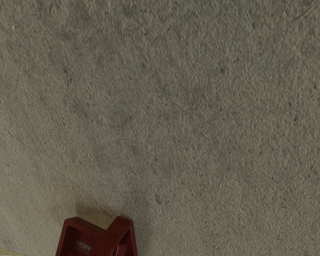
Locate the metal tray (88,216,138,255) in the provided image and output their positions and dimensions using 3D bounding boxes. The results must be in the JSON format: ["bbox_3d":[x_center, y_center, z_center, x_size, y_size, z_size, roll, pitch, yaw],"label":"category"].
[{"bbox_3d":[-0.078,0.235,0.550,0.030,0.090,0.129,11,123,24],"label":"metal tray"}]

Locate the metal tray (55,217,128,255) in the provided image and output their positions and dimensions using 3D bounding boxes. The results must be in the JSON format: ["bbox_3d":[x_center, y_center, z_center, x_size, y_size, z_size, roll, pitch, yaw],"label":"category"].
[{"bbox_3d":[-0.131,0.232,0.578,0.130,0.030,0.090,14,89,27],"label":"metal tray"}]
